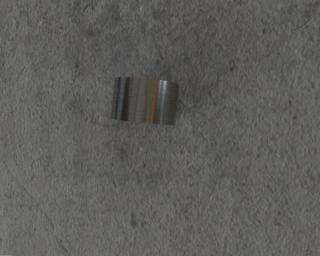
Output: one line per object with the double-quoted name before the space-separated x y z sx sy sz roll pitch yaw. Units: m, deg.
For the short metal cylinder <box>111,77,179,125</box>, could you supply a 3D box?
"short metal cylinder" -0.018 -0.032 0.385 0.080 0.080 0.050 7 92 19
